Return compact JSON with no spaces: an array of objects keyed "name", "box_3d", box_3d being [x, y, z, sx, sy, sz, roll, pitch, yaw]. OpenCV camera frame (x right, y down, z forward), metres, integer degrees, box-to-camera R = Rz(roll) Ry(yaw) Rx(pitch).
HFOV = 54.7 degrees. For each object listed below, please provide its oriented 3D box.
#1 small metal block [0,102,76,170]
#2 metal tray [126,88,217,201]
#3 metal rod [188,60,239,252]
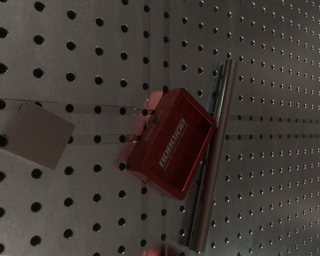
[{"name":"small metal block","box_3d":[-0.121,0.008,0.309,0.050,0.025,0.050,34,69,-35]},{"name":"metal tray","box_3d":[0.021,0.021,0.425,0.090,0.030,0.130,41,65,-32]},{"name":"metal rod","box_3d":[0.085,0.036,0.483,0.025,0.025,0.299,21,77,-39]}]
